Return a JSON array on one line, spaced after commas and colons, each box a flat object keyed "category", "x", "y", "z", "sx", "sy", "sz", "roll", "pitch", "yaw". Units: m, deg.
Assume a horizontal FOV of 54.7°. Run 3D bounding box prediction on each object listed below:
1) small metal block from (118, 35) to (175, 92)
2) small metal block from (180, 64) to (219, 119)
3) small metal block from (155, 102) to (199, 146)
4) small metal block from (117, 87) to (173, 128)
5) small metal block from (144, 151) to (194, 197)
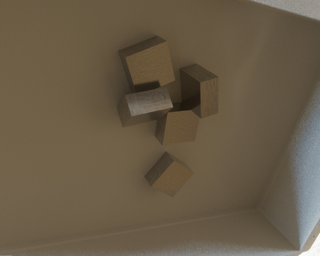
[{"category": "small metal block", "x": -0.014, "y": -0.072, "z": 0.358, "sx": 0.050, "sy": 0.025, "sz": 0.050, "roll": -25, "pitch": 128, "yaw": -13}, {"category": "small metal block", "x": 0.049, "y": -0.047, "z": 0.392, "sx": 0.025, "sy": 0.050, "sz": 0.050, "roll": -19, "pitch": 126, "yaw": -18}, {"category": "small metal block", "x": 0.024, "y": -0.007, "z": 0.419, "sx": 0.050, "sy": 0.025, "sz": 0.050, "roll": -7, "pitch": 122, "yaw": -25}, {"category": "small metal block", "x": -0.019, "y": -0.024, "z": 0.367, "sx": 0.050, "sy": 0.050, "sz": 0.025, "roll": -14, "pitch": 81, "yaw": -21}, {"category": "small metal block", "x": 0.014, "y": 0.070, "z": 0.462, "sx": 0.050, "sy": 0.025, "sz": 0.050, "roll": -49, "pitch": 129, "yaw": 6}]
